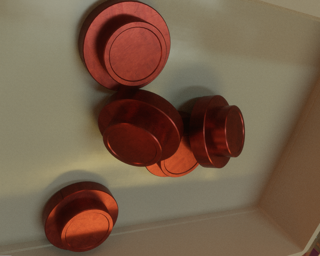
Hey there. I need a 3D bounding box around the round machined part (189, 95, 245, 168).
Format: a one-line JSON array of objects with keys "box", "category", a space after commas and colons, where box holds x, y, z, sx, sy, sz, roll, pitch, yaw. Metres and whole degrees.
[{"box": [0.081, 0.005, 0.411, 0.099, 0.042, 0.097, 4, 85, -55], "category": "round machined part"}]

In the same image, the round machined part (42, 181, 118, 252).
[{"box": [-0.102, 0.124, 0.413, 0.099, 0.042, 0.097, -13, 118, -24], "category": "round machined part"}]

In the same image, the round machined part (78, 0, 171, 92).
[{"box": [-0.032, -0.083, 0.328, 0.099, 0.042, 0.097, -14, 124, -21], "category": "round machined part"}]

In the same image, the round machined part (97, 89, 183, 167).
[{"box": [-0.026, 0.007, 0.353, 0.098, 0.042, 0.097, 10, 135, 11], "category": "round machined part"}]

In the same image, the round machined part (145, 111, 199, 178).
[{"box": [0.023, 0.029, 0.428, 0.099, 0.042, 0.097, -14, 124, -21], "category": "round machined part"}]
